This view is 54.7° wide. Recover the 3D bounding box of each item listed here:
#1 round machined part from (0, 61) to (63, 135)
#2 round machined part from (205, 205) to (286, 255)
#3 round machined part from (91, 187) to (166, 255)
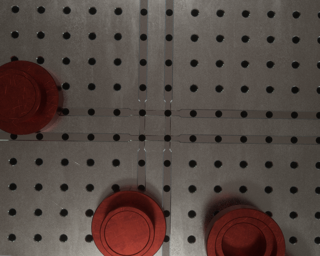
[{"bbox_3d":[-0.181,-0.039,0.402,0.099,0.042,0.097,0,90,-1],"label":"round machined part"},{"bbox_3d":[0.107,0.149,0.405,0.099,0.042,0.097,0,88,0],"label":"round machined part"},{"bbox_3d":[-0.041,0.130,0.404,0.099,0.042,0.097,0,90,-1],"label":"round machined part"}]
